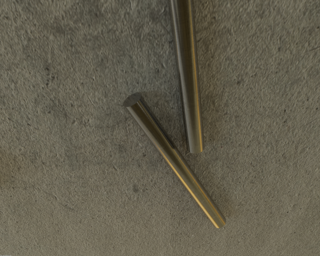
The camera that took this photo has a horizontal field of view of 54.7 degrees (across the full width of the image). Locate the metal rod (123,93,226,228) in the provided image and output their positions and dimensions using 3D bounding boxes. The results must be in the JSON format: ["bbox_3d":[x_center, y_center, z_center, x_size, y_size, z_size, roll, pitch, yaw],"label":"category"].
[{"bbox_3d":[0.036,0.066,0.463,0.025,0.025,0.299,-22,127,17],"label":"metal rod"}]

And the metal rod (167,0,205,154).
[{"bbox_3d":[0.028,-0.085,0.334,0.025,0.025,0.298,-7,130,5],"label":"metal rod"}]
